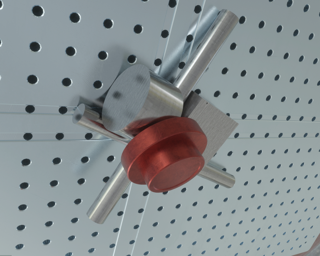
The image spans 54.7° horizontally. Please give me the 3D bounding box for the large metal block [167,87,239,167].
[{"bbox_3d":[0.044,-0.001,0.416,0.080,0.050,0.080,29,102,-38],"label":"large metal block"}]

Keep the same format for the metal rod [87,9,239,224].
[{"bbox_3d":[0.002,-0.012,0.381,0.025,0.025,0.299,32,93,-39],"label":"metal rod"}]

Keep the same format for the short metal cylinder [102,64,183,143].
[{"bbox_3d":[-0.021,-0.024,0.350,0.050,0.080,0.080,28,103,-38],"label":"short metal cylinder"}]

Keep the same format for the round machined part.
[{"bbox_3d":[0.010,0.036,0.345,0.099,0.042,0.098,-21,148,-14],"label":"round machined part"}]

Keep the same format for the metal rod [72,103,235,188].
[{"bbox_3d":[0.014,0.038,0.443,0.301,0.025,0.025,27,103,-38],"label":"metal rod"}]
